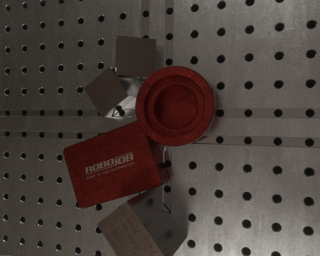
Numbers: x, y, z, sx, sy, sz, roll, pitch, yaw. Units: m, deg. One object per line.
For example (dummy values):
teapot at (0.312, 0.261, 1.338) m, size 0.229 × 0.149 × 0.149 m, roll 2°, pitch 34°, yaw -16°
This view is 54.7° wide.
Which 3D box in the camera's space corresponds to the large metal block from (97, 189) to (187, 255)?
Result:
large metal block at (-0.019, 0.130, 0.389) m, size 0.050 × 0.080 × 0.080 m, roll -40°, pitch 78°, yaw 15°

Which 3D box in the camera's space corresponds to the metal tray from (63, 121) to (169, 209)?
metal tray at (-0.064, 0.051, 0.431) m, size 0.130 × 0.030 × 0.090 m, roll -20°, pitch 84°, yaw 18°

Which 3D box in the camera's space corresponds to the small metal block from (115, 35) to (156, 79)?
small metal block at (-0.033, -0.092, 0.411) m, size 0.050 × 0.025 × 0.050 m, roll 2°, pitch 91°, yaw -12°

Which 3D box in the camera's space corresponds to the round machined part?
round machined part at (0.022, -0.026, 0.393) m, size 0.098 × 0.042 × 0.097 m, roll 0°, pitch 89°, yaw 17°

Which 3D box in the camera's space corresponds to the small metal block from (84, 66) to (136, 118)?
small metal block at (-0.070, -0.050, 0.436) m, size 0.050 × 0.025 × 0.050 m, roll -36°, pitch 79°, yaw 16°
